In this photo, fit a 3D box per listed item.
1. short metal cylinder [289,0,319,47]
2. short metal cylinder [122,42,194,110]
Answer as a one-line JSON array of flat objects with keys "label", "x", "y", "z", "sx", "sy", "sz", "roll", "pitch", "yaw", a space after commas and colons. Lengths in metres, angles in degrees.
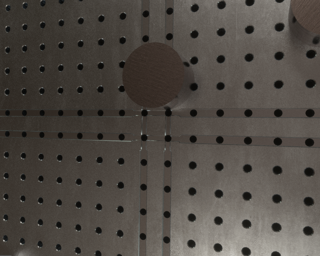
[{"label": "short metal cylinder", "x": 0.184, "y": -0.133, "z": 0.335, "sx": 0.080, "sy": 0.050, "sz": 0.079, "roll": 0, "pitch": 90, "yaw": 19}, {"label": "short metal cylinder", "x": -0.001, "y": -0.064, "z": 0.399, "sx": 0.080, "sy": 0.050, "sz": 0.079, "roll": 0, "pitch": 90, "yaw": 19}]
